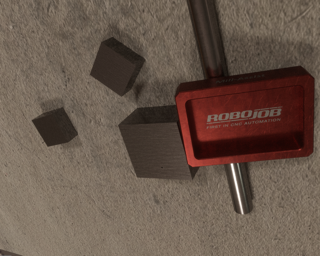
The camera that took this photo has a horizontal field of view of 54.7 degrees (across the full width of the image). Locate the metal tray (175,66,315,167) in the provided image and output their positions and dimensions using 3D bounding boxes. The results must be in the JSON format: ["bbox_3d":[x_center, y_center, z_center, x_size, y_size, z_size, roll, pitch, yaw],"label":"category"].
[{"bbox_3d":[0.088,-0.009,0.325,0.131,0.030,0.089,-7,116,11],"label":"metal tray"}]

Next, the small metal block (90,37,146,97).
[{"bbox_3d":[-0.053,-0.076,0.386,0.050,0.025,0.050,35,129,4],"label":"small metal block"}]

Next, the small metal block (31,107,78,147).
[{"bbox_3d":[-0.167,-0.001,0.492,0.050,0.025,0.050,-12,113,32],"label":"small metal block"}]

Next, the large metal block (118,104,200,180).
[{"bbox_3d":[0.004,0.018,0.398,0.080,0.050,0.080,-2,117,29],"label":"large metal block"}]

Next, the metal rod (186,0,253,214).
[{"bbox_3d":[0.071,-0.024,0.353,0.025,0.025,0.298,-3,117,29],"label":"metal rod"}]
